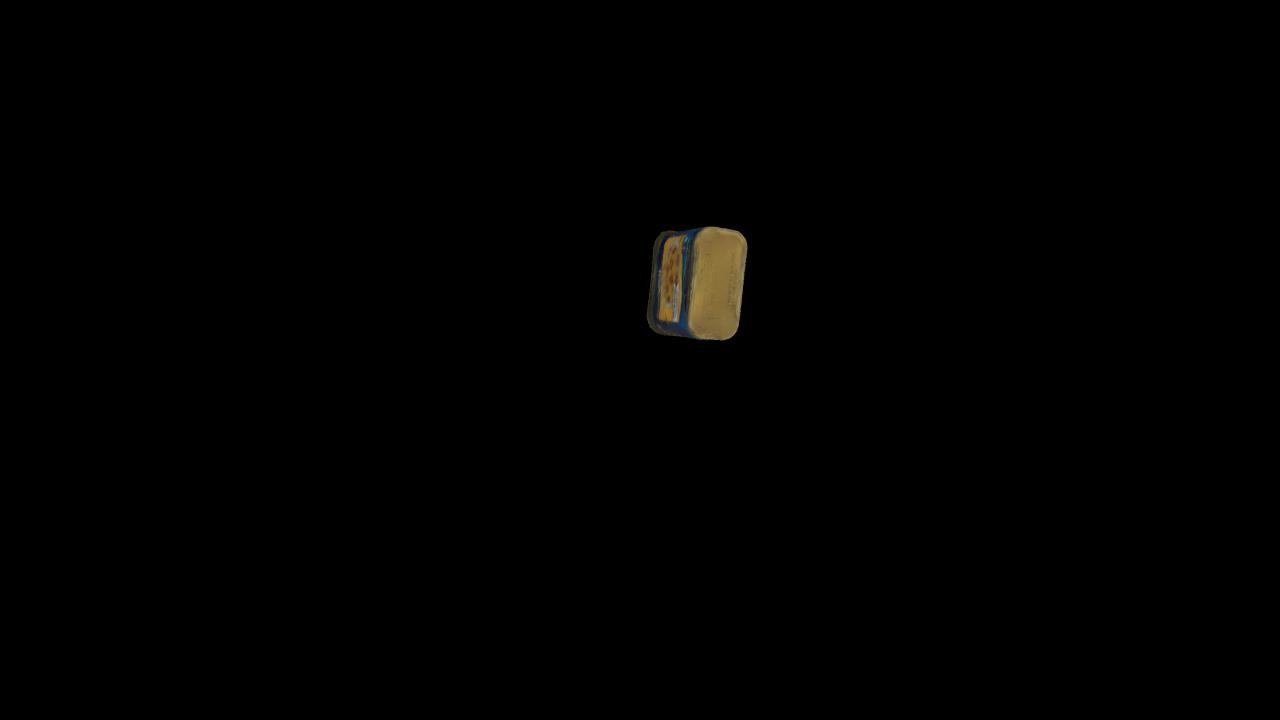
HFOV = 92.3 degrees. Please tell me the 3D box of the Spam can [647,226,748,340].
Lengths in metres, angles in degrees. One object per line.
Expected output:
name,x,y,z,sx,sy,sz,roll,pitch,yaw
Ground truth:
Spam can,0.051,-0.070,0.564,0.058,0.101,0.085,3,5,-22
